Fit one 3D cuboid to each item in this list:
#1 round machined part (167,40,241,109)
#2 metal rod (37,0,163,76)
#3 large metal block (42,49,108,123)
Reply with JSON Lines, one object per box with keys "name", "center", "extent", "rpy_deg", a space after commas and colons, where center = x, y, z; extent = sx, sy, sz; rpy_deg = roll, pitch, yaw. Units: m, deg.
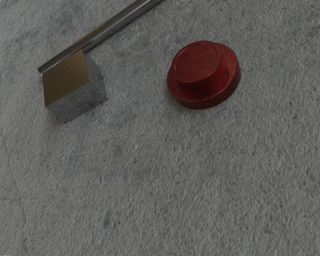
{"name": "round machined part", "center": [0.054, -0.077, 0.411], "extent": [0.098, 0.042, 0.098], "rpy_deg": [-13, 56, 20]}
{"name": "metal rod", "center": [-0.093, -0.181, 0.561], "extent": [0.300, 0.025, 0.025], "rpy_deg": [-32, 52, 7]}
{"name": "large metal block", "center": [-0.138, -0.067, 0.499], "extent": [0.080, 0.050, 0.080], "rpy_deg": [-28, 52, 10]}
